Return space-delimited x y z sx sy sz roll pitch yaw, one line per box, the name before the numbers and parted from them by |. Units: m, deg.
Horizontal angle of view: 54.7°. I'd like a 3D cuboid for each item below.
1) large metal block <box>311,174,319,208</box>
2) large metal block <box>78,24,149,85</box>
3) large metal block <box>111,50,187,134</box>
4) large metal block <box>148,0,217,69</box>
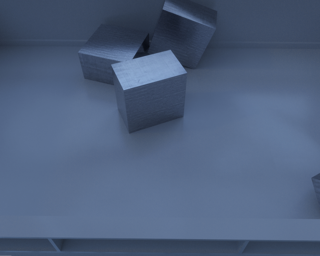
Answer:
large metal block | 0.219 0.063 0.310 0.081 0.050 0.080 -23 10 -18
large metal block | -0.068 -0.113 0.483 0.080 0.050 0.080 14 51 11
large metal block | -0.014 -0.047 0.409 0.081 0.080 0.050 -18 52 -14
large metal block | 0.034 -0.149 0.481 0.080 0.080 0.050 18 50 -8
